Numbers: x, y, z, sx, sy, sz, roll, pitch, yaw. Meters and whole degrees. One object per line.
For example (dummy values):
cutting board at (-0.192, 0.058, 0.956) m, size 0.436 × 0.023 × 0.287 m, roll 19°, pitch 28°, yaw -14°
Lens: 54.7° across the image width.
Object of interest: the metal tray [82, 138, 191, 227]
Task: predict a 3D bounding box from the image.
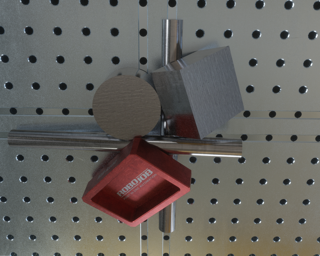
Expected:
metal tray at (-0.033, 0.077, 0.411) m, size 0.090 × 0.030 × 0.129 m, roll 34°, pitch 127°, yaw -18°

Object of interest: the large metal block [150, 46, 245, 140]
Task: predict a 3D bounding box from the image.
large metal block at (0.046, -0.042, 0.364) m, size 0.081 × 0.050 × 0.080 m, roll -31°, pitch 113°, yaw -31°

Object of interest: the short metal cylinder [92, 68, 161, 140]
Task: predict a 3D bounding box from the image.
short metal cylinder at (-0.039, -0.032, 0.388) m, size 0.081 × 0.050 × 0.079 m, roll 0°, pitch 110°, yaw 0°

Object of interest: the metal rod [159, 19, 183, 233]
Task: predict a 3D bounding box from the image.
metal rod at (0.013, 0.011, 0.417) m, size 0.025 × 0.025 × 0.298 m, roll 1°, pitch 110°, yaw -1°

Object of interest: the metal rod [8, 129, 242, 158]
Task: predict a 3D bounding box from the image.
metal rod at (-0.049, 0.020, 0.402) m, size 0.302 × 0.025 × 0.025 m, roll 2°, pitch 110°, yaw 6°
